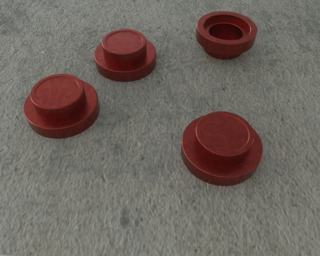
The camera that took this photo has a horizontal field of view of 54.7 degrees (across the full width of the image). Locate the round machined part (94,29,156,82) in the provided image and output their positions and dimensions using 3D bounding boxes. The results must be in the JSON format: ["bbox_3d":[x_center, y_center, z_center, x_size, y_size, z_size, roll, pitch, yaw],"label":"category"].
[{"bbox_3d":[-0.056,-0.122,0.494,0.099,0.042,0.098,0,50,0],"label":"round machined part"}]

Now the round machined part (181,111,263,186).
[{"bbox_3d":[0.076,0.018,0.378,0.099,0.042,0.098,0,50,0],"label":"round machined part"}]

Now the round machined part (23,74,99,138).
[{"bbox_3d":[-0.135,-0.037,0.421,0.099,0.042,0.098,0,50,0],"label":"round machined part"}]

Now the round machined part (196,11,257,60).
[{"bbox_3d":[0.109,-0.152,0.522,0.099,0.042,0.098,0,50,0],"label":"round machined part"}]
